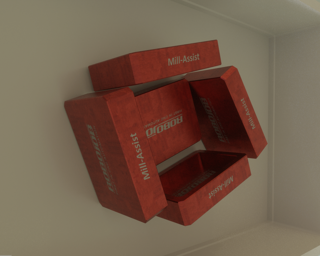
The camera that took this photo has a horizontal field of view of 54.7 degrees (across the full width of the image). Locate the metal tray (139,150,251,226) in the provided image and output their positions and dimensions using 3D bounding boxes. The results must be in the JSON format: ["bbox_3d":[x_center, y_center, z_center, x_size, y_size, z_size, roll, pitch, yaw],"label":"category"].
[{"bbox_3d":[0.044,0.070,0.401,0.131,0.090,0.030,-26,107,-37],"label":"metal tray"}]

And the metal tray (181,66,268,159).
[{"bbox_3d":[0.086,-0.019,0.437,0.030,0.090,0.130,-44,117,-31],"label":"metal tray"}]

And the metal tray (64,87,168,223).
[{"bbox_3d":[-0.048,0.027,0.323,0.030,0.090,0.129,-27,107,-37],"label":"metal tray"}]

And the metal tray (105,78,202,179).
[{"bbox_3d":[-0.008,-0.004,0.395,0.131,0.030,0.089,-25,106,-37],"label":"metal tray"}]

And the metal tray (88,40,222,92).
[{"bbox_3d":[-0.004,-0.073,0.360,0.131,0.090,0.030,-20,103,-38],"label":"metal tray"}]
